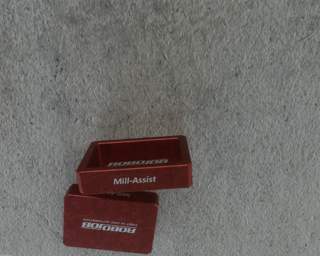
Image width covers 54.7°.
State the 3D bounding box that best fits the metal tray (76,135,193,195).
[{"bbox_3d":[-0.029,0.043,0.390,0.131,0.090,0.030,-4,110,1],"label":"metal tray"}]

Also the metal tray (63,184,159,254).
[{"bbox_3d":[-0.072,0.135,0.456,0.131,0.030,0.089,7,110,-3],"label":"metal tray"}]
